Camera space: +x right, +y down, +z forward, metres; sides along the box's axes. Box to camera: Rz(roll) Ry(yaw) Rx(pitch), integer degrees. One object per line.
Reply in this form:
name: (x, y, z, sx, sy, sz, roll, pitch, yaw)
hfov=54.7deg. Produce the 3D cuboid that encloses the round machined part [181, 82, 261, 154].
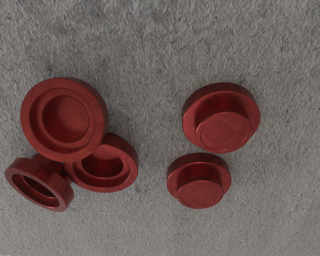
round machined part: (0.077, -0.005, 0.392, 0.099, 0.042, 0.097, 0, 130, 0)

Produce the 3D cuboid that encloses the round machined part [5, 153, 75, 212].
round machined part: (-0.165, 0.074, 0.443, 0.098, 0.042, 0.097, 16, 139, 15)

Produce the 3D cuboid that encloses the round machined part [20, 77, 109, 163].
round machined part: (-0.108, -0.012, 0.368, 0.099, 0.042, 0.097, 1, 103, 6)

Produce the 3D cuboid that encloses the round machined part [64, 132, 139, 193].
round machined part: (-0.079, 0.044, 0.432, 0.099, 0.042, 0.097, 0, 130, 0)

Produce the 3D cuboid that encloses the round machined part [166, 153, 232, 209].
round machined part: (0.059, 0.086, 0.470, 0.099, 0.042, 0.097, 0, 130, 0)
